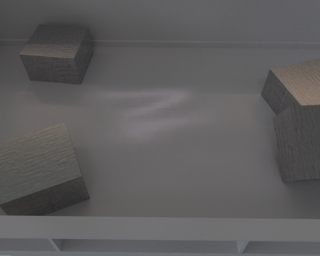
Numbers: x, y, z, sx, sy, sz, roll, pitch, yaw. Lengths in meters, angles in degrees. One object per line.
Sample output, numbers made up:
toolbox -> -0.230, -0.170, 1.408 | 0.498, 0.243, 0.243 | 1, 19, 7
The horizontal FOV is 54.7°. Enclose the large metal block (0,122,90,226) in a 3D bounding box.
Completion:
large metal block -> -0.132, 0.049, 0.347 | 0.081, 0.050, 0.080 | -18, 52, -15

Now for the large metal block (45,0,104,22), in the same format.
large metal block -> -0.172, -0.263, 0.612 | 0.080, 0.050, 0.080 | 32, 57, 24

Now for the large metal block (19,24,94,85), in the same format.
large metal block -> -0.157, -0.116, 0.486 | 0.080, 0.050, 0.080 | 5, 50, 4

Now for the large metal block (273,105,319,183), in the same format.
large metal block -> 0.184, 0.018, 0.355 | 0.081, 0.050, 0.080 | -3, 77, -3

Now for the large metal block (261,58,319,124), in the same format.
large metal block -> 0.202, -0.046, 0.428 | 0.081, 0.050, 0.080 | -14, 51, -11
